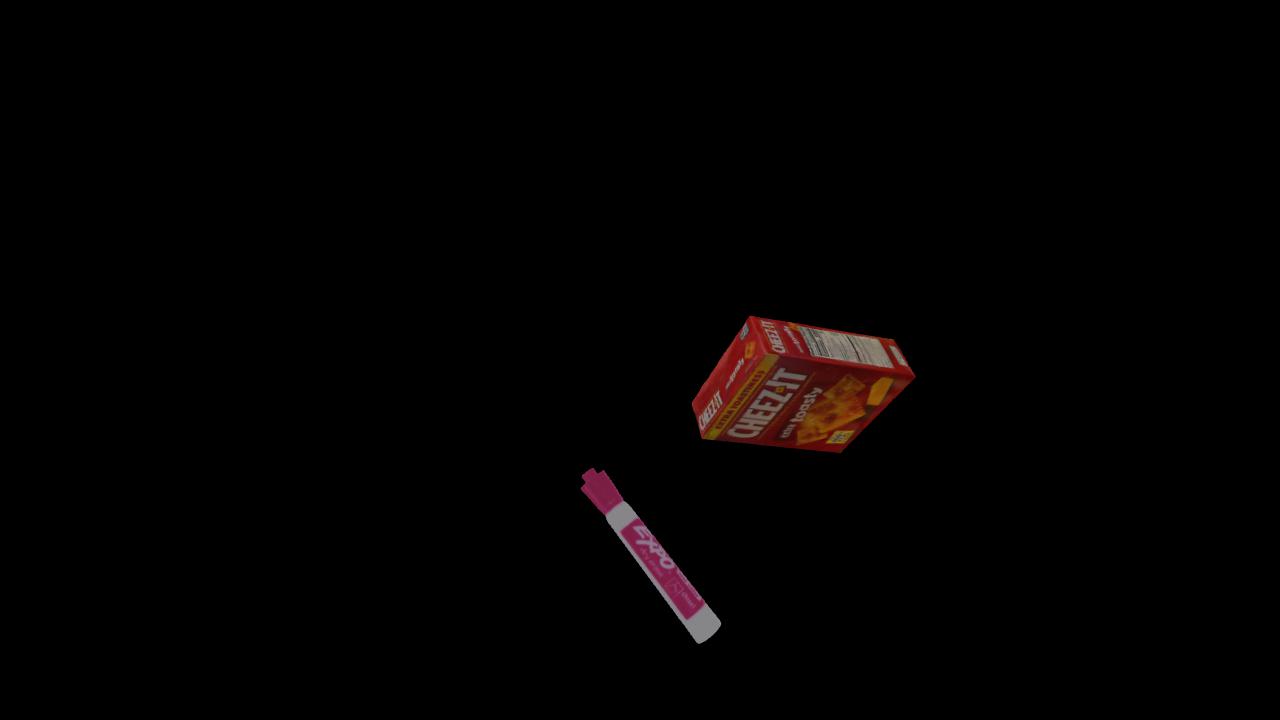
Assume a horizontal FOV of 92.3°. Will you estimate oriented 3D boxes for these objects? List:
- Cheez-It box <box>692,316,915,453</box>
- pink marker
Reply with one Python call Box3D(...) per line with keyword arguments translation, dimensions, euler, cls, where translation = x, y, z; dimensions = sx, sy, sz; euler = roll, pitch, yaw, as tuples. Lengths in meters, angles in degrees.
Box3D(translation=(0.200, 0.037, 0.771), dimensions=(0.223, 0.071, 0.166), euler=(8, -46, -22), cls="Cheez-It box")
Box3D(translation=(0.004, 0.116, 0.376), dimensions=(0.020, 0.121, 0.020), euler=(-37, -11, -9), cls="pink marker")
